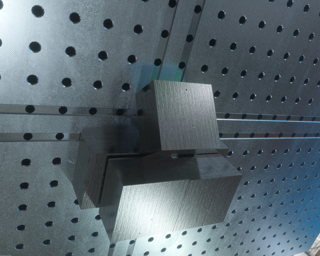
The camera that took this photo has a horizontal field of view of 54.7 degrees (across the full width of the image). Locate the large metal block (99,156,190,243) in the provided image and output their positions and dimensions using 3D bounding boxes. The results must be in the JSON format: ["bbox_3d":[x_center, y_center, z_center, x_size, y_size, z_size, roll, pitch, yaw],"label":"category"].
[{"bbox_3d":[-0.021,0.081,0.367,0.081,0.050,0.079,0,119,-29],"label":"large metal block"}]

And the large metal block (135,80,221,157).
[{"bbox_3d":[0.021,-0.009,0.376,0.081,0.050,0.080,0,76,-29],"label":"large metal block"}]

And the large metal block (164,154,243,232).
[{"bbox_3d":[0.050,0.083,0.408,0.081,0.050,0.079,0,119,-29],"label":"large metal block"}]

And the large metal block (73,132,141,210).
[{"bbox_3d":[-0.061,0.052,0.396,0.081,0.050,0.079,1,118,-30],"label":"large metal block"}]

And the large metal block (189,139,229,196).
[{"bbox_3d":[0.043,0.053,0.452,0.081,0.050,0.079,-1,119,-28],"label":"large metal block"}]
